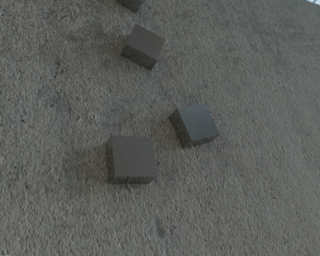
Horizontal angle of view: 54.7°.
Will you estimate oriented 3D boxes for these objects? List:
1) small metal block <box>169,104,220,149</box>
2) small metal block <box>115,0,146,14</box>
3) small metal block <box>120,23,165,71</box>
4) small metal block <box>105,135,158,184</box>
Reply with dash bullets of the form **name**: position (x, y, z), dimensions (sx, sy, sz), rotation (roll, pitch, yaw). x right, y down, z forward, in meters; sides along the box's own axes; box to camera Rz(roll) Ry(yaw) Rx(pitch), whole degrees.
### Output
- **small metal block**: position (0.048, -0.003, 0.431), dimensions (0.050, 0.025, 0.050), rotation (-9, 67, -32)
- **small metal block**: position (-0.048, -0.226, 0.516), dimensions (0.050, 0.025, 0.050), rotation (31, 52, -9)
- **small metal block**: position (-0.025, -0.121, 0.464), dimensions (0.050, 0.025, 0.050), rotation (26, 53, -12)
- **small metal block**: position (-0.034, 0.037, 0.362), dimensions (0.050, 0.025, 0.050), rotation (5, 60, -26)
